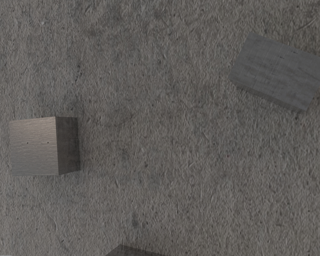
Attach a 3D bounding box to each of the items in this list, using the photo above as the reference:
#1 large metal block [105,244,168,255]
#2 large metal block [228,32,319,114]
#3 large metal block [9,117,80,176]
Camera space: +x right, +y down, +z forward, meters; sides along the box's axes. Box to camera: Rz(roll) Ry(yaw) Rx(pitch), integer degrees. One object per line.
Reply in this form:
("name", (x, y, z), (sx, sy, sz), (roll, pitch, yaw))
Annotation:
("large metal block", (-0.032, 0.210, 0.407), (0.080, 0.050, 0.079), (6, 92, 20))
("large metal block", (0.126, -0.056, 0.335), (0.080, 0.080, 0.050), (27, 99, 18))
("large metal block", (-0.168, 0.027, 0.455), (0.080, 0.050, 0.080), (-4, 89, 20))
